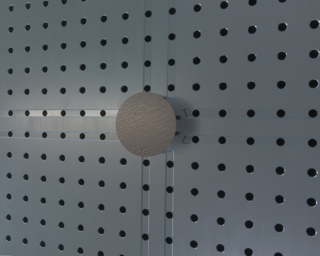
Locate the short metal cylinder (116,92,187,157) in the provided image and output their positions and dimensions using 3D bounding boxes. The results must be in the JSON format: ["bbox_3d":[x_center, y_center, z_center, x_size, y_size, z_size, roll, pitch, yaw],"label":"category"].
[{"bbox_3d":[-0.010,-0.005,0.403,0.080,0.050,0.080,0,90,20],"label":"short metal cylinder"}]
